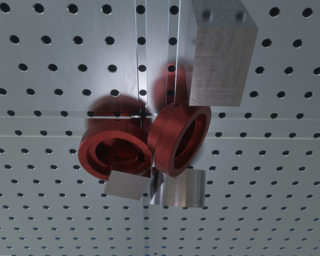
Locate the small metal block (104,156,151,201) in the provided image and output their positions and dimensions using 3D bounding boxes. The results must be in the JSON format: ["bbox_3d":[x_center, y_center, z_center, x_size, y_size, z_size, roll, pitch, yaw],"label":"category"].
[{"bbox_3d":[-0.044,0.068,0.414,0.050,0.025,0.050,14,129,-12],"label":"small metal block"}]

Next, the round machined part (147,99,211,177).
[{"bbox_3d":[0.021,0.008,0.383,0.042,0.099,0.097,27,135,23],"label":"round machined part"}]

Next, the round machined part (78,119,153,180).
[{"bbox_3d":[-0.058,0.027,0.423,0.099,0.042,0.097,0,130,0],"label":"round machined part"}]

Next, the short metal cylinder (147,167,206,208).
[{"bbox_3d":[0.024,0.084,0.441,0.080,0.050,0.080,4,169,1],"label":"short metal cylinder"}]

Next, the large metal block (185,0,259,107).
[{"bbox_3d":[0.055,-0.077,0.310,0.050,0.080,0.079,1,130,-1],"label":"large metal block"}]
